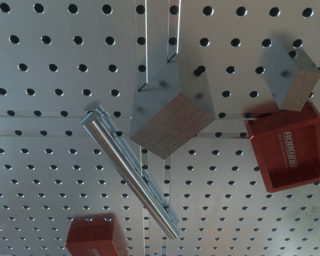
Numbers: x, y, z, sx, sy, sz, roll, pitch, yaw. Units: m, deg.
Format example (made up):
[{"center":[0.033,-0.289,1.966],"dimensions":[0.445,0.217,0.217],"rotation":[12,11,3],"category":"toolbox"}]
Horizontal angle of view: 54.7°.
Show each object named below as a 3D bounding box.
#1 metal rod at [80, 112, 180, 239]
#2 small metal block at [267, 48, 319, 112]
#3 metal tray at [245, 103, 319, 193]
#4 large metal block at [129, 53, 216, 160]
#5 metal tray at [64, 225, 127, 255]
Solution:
[{"center":[-0.033,0.092,0.489],"dimensions":[0.025,0.025,0.299],"rotation":[-18,128,15],"category":"metal rod"},{"center":[0.149,-0.055,0.350],"dimensions":[0.025,0.050,0.050],"rotation":[7,130,-6],"category":"small metal block"},{"center":[0.182,0.034,0.438],"dimensions":[0.090,0.030,0.130],"rotation":[-18,128,14],"category":"metal tray"},{"center":[0.012,-0.025,0.354],"dimensions":[0.050,0.080,0.080],"rotation":[34,122,-25],"category":"large metal block"},{"center":[-0.123,0.246,0.616],"dimensions":[0.090,0.030,0.129],"rotation":[-7,130,5],"category":"metal tray"}]
